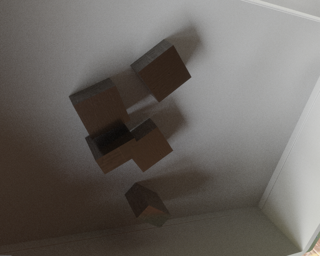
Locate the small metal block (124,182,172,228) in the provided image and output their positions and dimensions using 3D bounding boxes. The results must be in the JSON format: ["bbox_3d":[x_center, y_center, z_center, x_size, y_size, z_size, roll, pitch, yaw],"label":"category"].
[{"bbox_3d":[-0.018,0.113,0.452,0.025,0.050,0.050,-49,129,6],"label":"small metal block"}]

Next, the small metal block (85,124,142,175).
[{"bbox_3d":[-0.057,0.021,0.374,0.050,0.050,0.025,-30,129,-9],"label":"small metal block"}]

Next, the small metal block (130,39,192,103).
[{"bbox_3d":[0.002,-0.067,0.368,0.050,0.025,0.050,-39,129,-2],"label":"small metal block"}]

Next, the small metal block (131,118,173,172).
[{"bbox_3d":[-0.018,0.023,0.413,0.050,0.025,0.050,-36,129,-4],"label":"small metal block"}]

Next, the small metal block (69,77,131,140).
[{"bbox_3d":[-0.069,-0.022,0.357,0.050,0.025,0.050,-28,128,-11],"label":"small metal block"}]
